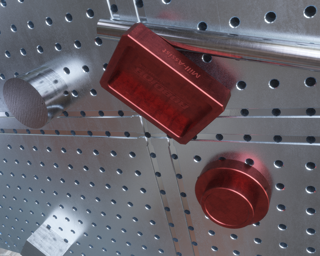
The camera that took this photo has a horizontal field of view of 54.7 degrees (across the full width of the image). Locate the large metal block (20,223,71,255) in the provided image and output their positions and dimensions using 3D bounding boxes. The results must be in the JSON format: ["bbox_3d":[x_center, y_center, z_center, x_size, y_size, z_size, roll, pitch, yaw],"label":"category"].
[{"bbox_3d":[-0.258,0.274,0.697,0.080,0.050,0.080,37,129,2],"label":"large metal block"}]

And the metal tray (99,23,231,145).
[{"bbox_3d":[0.003,-0.046,0.357,0.130,0.030,0.090,36,140,-5],"label":"metal tray"}]

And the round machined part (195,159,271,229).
[{"bbox_3d":[0.092,0.093,0.409,0.098,0.042,0.097,13,124,20],"label":"round machined part"}]

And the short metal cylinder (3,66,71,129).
[{"bbox_3d":[-0.182,-0.046,0.460,0.080,0.050,0.079,13,124,20],"label":"short metal cylinder"}]

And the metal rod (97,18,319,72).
[{"bbox_3d":[0.069,-0.085,0.321,0.301,0.025,0.025,14,124,20],"label":"metal rod"}]
